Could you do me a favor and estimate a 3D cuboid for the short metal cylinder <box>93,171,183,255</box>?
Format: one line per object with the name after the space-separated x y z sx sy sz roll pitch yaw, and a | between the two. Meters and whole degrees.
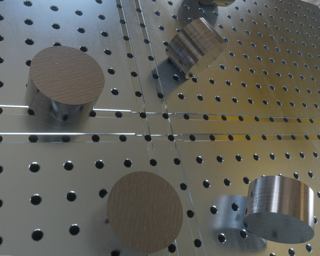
-0.023 0.092 0.323 0.081 0.050 0.080 14 56 -21 | short metal cylinder

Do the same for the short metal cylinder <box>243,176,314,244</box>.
0.150 0.104 0.390 0.080 0.080 0.050 30 52 -9 | short metal cylinder

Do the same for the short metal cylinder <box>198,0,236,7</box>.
0.113 -0.281 0.605 0.050 0.080 0.080 -9 66 -32 | short metal cylinder

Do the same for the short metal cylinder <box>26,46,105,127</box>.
-0.111 -0.048 0.361 0.081 0.050 0.080 14 56 -21 | short metal cylinder

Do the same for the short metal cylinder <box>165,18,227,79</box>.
0.055 -0.121 0.476 0.081 0.080 0.050 -32 80 -38 | short metal cylinder
